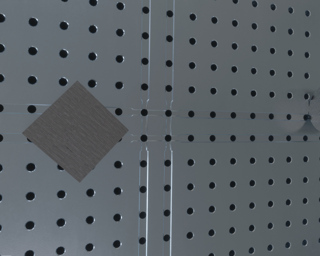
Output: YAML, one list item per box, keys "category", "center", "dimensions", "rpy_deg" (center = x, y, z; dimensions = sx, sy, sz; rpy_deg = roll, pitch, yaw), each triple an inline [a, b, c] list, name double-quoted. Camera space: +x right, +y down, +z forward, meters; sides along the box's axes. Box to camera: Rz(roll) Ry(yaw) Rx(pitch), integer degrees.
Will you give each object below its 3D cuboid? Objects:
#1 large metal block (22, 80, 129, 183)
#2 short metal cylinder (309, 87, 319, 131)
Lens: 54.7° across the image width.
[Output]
- category: "large metal block"
  center: [-0.098, 0.004, 0.363]
  dimensions: [0.080, 0.050, 0.080]
  rpy_deg: [45, 76, -15]
- category: "short metal cylinder"
  center: [0.286, -0.030, 0.488]
  dimensions: [0.050, 0.080, 0.080]
  rpy_deg: [4, 89, -20]
